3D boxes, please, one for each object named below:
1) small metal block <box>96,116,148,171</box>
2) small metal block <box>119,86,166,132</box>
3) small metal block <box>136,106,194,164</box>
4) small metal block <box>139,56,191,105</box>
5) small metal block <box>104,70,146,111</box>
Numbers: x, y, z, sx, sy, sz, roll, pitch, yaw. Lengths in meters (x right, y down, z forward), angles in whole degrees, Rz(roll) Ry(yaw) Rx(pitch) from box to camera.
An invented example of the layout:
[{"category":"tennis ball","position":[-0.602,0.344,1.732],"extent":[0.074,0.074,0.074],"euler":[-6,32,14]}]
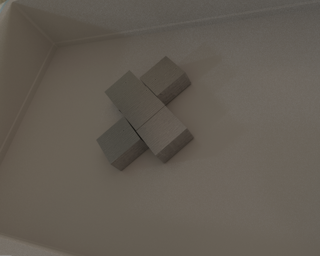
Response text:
[{"category":"small metal block","position":[-0.051,0.021,0.418],"extent":[0.050,0.025,0.050],"euler":[-41,51,1]},{"category":"small metal block","position":[-0.020,-0.022,0.426],"extent":[0.050,0.025,0.050],"euler":[-41,51,0]},{"category":"small metal block","position":[0.006,0.008,0.395],"extent":[0.050,0.025,0.050],"euler":[-41,51,0]},{"category":"small metal block","position":[0.007,-0.067,0.441],"extent":[0.050,0.025,0.050],"euler":[-40,51,-1]},{"category":"small metal block","position":[-0.046,-0.050,0.458],"extent":[0.050,0.025,0.050],"euler":[-41,51,0]}]
